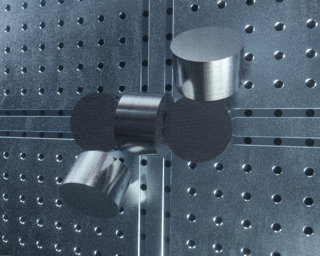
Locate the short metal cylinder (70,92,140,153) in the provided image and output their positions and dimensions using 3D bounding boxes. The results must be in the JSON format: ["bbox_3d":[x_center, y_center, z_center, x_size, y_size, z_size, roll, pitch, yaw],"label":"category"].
[{"bbox_3d":[-0.073,-0.006,0.423,0.080,0.050,0.079,0,90,19],"label":"short metal cylinder"}]

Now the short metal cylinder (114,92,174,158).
[{"bbox_3d":[-0.016,-0.005,0.388,0.050,0.080,0.079,5,92,19],"label":"short metal cylinder"}]

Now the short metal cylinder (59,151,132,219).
[{"bbox_3d":[-0.083,0.075,0.405,0.080,0.050,0.080,11,137,11],"label":"short metal cylinder"}]

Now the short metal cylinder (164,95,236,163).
[{"bbox_3d":[0.051,0.000,0.380,0.080,0.050,0.079,0,90,19],"label":"short metal cylinder"}]

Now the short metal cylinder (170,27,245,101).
[{"bbox_3d":[0.054,-0.075,0.357,0.080,0.080,0.050,9,135,19],"label":"short metal cylinder"}]
